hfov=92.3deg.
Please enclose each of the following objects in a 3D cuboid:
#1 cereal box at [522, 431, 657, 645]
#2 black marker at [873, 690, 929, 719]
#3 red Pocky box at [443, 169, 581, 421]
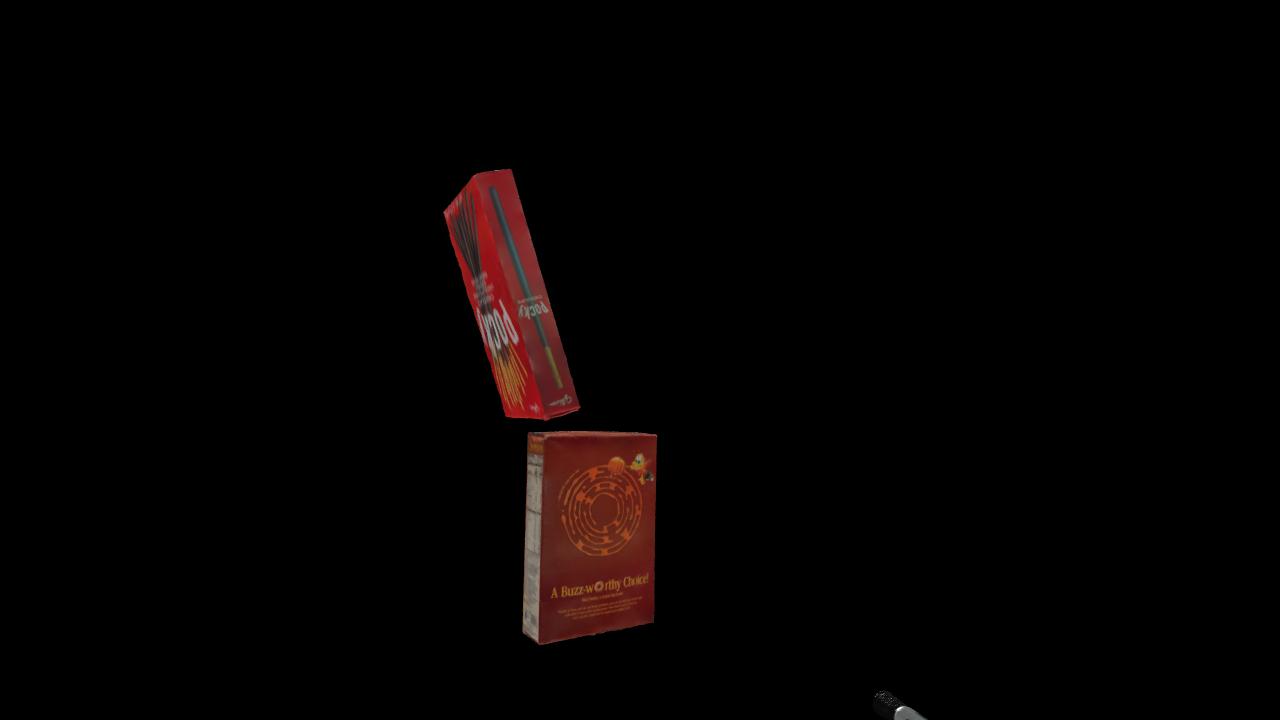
[{"bbox_3d":[-0.076,0.265,0.968,0.203,0.306,0.081,3,-5,-32],"label":"cereal box"},{"bbox_3d":[0.201,0.259,0.422,0.020,0.020,0.121,0,-5,-14],"label":"black marker"},{"bbox_3d":[-0.086,-0.037,0.403,0.028,0.155,0.083,-19,5,-30],"label":"red Pocky box"}]
